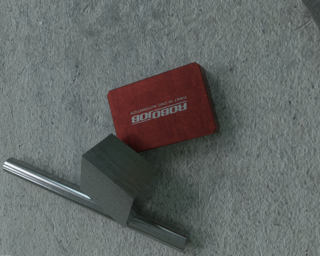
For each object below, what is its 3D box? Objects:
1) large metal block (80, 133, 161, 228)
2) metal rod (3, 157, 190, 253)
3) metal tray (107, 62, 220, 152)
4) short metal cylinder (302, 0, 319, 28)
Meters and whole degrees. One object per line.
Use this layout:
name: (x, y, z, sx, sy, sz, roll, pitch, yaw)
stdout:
large metal block: (-0.053, 0.067, 0.393, 0.080, 0.050, 0.079, 36, 140, 16)
metal rod: (-0.102, 0.103, 0.443, 0.301, 0.025, 0.025, 18, 96, 18)
metal tray: (0.003, -0.022, 0.405, 0.130, 0.030, 0.090, -16, 85, 19)
short metal cylinder: (0.187, -0.148, 0.314, 0.080, 0.080, 0.050, -29, 81, 17)
